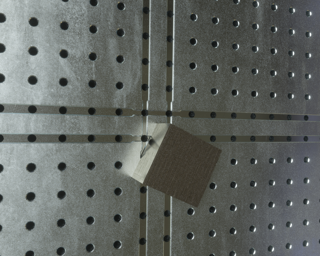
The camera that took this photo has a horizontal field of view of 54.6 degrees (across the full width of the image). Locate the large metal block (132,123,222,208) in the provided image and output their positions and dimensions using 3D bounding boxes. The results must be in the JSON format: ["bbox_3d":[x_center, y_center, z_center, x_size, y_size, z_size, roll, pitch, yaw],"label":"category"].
[{"bbox_3d":[0.022,0.047,0.407,0.080,0.050,0.080,28,81,-18],"label":"large metal block"}]
